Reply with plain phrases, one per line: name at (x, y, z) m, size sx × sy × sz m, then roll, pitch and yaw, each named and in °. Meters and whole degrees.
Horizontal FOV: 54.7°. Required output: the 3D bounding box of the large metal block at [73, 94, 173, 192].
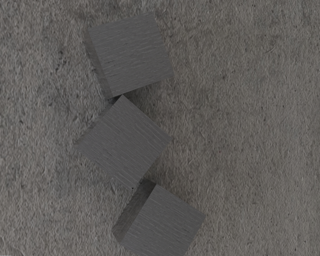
large metal block at (-0.047, 0.017, 0.378) m, size 0.080 × 0.050 × 0.080 m, roll 42°, pitch 77°, yaw -15°

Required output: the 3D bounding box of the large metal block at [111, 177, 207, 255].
large metal block at (-0.002, 0.121, 0.395) m, size 0.080 × 0.050 × 0.080 m, roll 35°, pitch 79°, yaw -17°

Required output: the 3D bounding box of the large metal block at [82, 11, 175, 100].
large metal block at (-0.039, -0.087, 0.381) m, size 0.081 × 0.050 × 0.080 m, roll -22°, pitch 98°, yaw -19°
